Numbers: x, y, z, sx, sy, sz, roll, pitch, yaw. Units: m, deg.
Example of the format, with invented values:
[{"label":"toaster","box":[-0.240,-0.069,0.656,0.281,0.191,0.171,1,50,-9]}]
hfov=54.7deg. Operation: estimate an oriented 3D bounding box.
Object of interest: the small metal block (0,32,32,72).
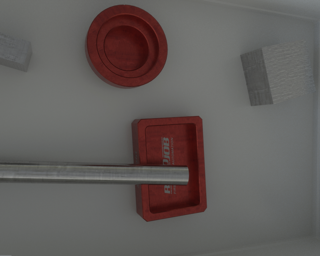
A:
[{"label":"small metal block","box":[-0.169,-0.084,0.335,0.050,0.050,0.025,15,85,-20]}]

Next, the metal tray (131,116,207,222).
[{"label":"metal tray","box":[0.013,0.051,0.413,0.091,0.030,0.129,-4,91,-20]}]

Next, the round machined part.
[{"label":"round machined part","box":[-0.044,-0.098,0.386,0.099,0.042,0.097,0,90,-21]}]

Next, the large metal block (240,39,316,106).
[{"label":"large metal block","box":[0.176,-0.082,0.464,0.081,0.050,0.080,-15,96,-20]}]

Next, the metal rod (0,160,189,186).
[{"label":"metal rod","box":[-0.115,0.050,0.349,0.302,0.025,0.025,3,89,-13]}]
